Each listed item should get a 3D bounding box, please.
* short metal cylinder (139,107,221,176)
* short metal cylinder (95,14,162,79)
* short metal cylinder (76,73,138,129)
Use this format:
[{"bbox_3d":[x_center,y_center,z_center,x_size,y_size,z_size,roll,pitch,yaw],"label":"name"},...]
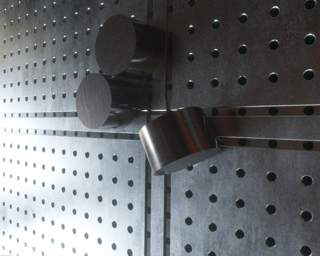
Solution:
[{"bbox_3d":[0.022,0.017,0.355,0.080,0.081,0.050,-33,70,35],"label":"short metal cylinder"},{"bbox_3d":[-0.044,-0.110,0.430,0.080,0.050,0.079,0,90,40],"label":"short metal cylinder"},{"bbox_3d":[-0.079,-0.038,0.459,0.080,0.050,0.079,0,91,40],"label":"short metal cylinder"}]
